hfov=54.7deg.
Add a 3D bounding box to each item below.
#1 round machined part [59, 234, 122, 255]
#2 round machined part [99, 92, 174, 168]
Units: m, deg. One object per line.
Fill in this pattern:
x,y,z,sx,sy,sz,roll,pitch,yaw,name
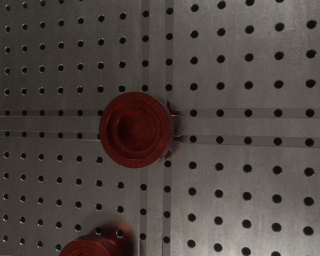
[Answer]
-0.092,0.198,0.435,0.098,0.042,0.097,0,90,19,round machined part
-0.027,0.002,0.412,0.098,0.042,0.097,0,90,19,round machined part
